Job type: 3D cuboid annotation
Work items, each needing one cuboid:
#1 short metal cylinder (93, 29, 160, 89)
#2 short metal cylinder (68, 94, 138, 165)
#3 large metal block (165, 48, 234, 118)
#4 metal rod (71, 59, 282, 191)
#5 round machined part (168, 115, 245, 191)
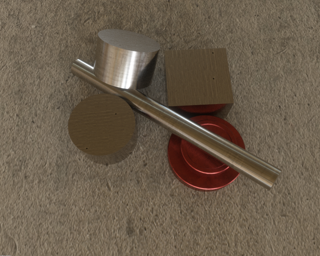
[{"bbox_3d":[-0.044,-0.092,0.409,0.081,0.050,0.080,12,31,-7],"label":"short metal cylinder"},{"bbox_3d":[-0.070,0.003,0.395,0.081,0.050,0.080,0,70,0],"label":"short metal cylinder"},{"bbox_3d":[0.048,-0.057,0.415,0.081,0.050,0.080,-3,70,-1],"label":"large metal block"},{"bbox_3d":[0.001,-0.016,0.379,0.300,0.025,0.025,31,72,24],"label":"metal rod"},{"bbox_3d":[0.059,0.028,0.390,0.099,0.042,0.098,0,70,0],"label":"round machined part"}]
